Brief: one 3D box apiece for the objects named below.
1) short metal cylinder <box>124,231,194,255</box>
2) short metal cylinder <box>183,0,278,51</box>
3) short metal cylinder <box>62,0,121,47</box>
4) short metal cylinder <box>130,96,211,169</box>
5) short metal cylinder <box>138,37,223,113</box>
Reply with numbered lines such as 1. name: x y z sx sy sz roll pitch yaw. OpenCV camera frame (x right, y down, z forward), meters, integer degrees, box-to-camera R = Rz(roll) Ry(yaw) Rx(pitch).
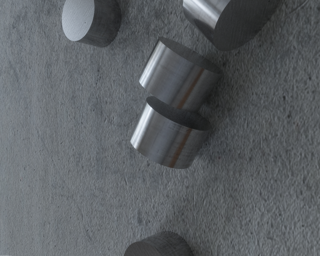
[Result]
1. short metal cylinder: -0.001 0.177 0.390 0.080 0.050 0.080 0 90 40
2. short metal cylinder: 0.071 -0.125 0.311 0.080 0.081 0.050 -52 60 28
3. short metal cylinder: -0.106 -0.169 0.476 0.080 0.050 0.080 0 90 40
4. short metal cylinder: 0.012 0.004 0.359 0.080 0.081 0.050 38 113 33
5. short metal cylinder: 0.023 -0.061 0.350 0.080 0.081 0.050 44 117 31
